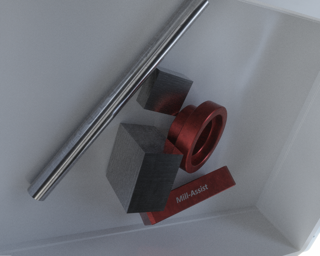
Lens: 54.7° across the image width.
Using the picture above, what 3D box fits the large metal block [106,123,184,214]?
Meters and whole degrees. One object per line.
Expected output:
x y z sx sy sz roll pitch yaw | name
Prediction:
-0.023 0.048 0.388 0.050 0.080 0.079 6 112 -31 | large metal block

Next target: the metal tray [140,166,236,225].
0.036 0.101 0.456 0.131 0.030 0.090 -21 167 -16 | metal tray

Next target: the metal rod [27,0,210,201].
-0.052 -0.032 0.361 0.299 0.025 0.025 -49 129 6 | metal rod

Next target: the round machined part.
0.046 0.008 0.412 0.099 0.042 0.097 -42 148 -34 | round machined part

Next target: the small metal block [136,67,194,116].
0.006 -0.046 0.385 0.050 0.025 0.050 12 112 -34 | small metal block
